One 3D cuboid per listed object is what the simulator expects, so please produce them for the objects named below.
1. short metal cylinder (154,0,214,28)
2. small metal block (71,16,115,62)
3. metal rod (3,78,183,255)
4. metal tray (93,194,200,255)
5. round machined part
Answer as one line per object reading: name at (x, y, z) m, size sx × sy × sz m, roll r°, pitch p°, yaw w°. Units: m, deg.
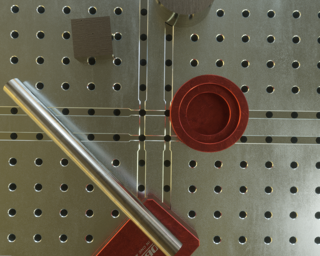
short metal cylinder at (0.032, -0.178, 0.401) m, size 0.081 × 0.050 × 0.079 m, roll 0°, pitch 90°, yaw -1°
small metal block at (-0.088, -0.118, 0.412) m, size 0.050 × 0.025 × 0.050 m, roll -5°, pitch 90°, yaw -1°
metal rod at (-0.089, 0.046, 0.392) m, size 0.300 × 0.025 × 0.025 m, roll 44°, pitch 90°, yaw 7°
metal tray at (-0.023, 0.165, 0.411) m, size 0.090 × 0.030 × 0.130 m, roll 42°, pitch 90°, yaw -1°
round machined part at (0.062, -0.018, 0.406) m, size 0.099 × 0.042 × 0.097 m, roll 0°, pitch 90°, yaw -1°
